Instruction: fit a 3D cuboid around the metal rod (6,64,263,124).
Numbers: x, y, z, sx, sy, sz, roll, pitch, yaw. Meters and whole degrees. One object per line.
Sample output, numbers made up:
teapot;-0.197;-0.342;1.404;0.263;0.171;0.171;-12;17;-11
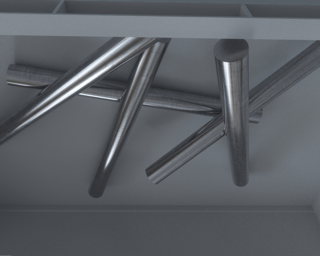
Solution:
metal rod;-0.023;-0.039;0.375;0.302;0.025;0.025;8;130;-8

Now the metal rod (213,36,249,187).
metal rod;0.088;0.011;0.353;0.025;0.025;0.299;-12;150;10

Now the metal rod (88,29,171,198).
metal rod;-0.052;0.007;0.388;0.025;0.025;0.298;15;136;-13

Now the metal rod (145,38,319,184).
metal rod;0.102;-0.026;0.360;0.300;0.025;0.025;-38;121;17

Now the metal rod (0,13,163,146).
metal rod;-0.119;-0.033;0.340;0.299;0.025;0.025;-25;127;34
